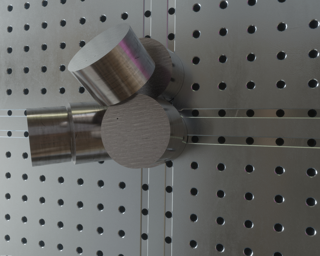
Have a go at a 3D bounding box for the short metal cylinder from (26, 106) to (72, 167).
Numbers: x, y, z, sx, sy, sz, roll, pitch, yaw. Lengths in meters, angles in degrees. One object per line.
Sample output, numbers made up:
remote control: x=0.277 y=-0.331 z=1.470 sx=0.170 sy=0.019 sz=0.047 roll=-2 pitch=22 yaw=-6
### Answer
short metal cylinder: x=-0.155 y=0.011 z=0.431 sx=0.050 sy=0.080 sz=0.080 roll=-6 pitch=87 yaw=-22

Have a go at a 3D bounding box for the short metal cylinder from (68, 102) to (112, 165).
short metal cylinder: x=-0.091 y=0.005 z=0.408 sx=0.050 sy=0.080 sz=0.080 roll=-6 pitch=88 yaw=-22

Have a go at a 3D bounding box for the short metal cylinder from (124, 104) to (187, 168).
short metal cylinder: x=-0.010 y=0.009 z=0.402 sx=0.080 sy=0.050 sz=0.080 roll=0 pitch=90 yaw=20

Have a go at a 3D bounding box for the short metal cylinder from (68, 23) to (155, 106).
short metal cylinder: x=-0.053 y=-0.070 z=0.341 sx=0.080 sy=0.080 sz=0.050 roll=-25 pitch=125 yaw=18

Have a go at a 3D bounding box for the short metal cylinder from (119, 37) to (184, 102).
short metal cylinder: x=-0.014 y=-0.071 z=0.404 sx=0.080 sy=0.050 sz=0.079 roll=0 pitch=90 yaw=20

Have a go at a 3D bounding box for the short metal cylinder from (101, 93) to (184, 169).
short metal cylinder: x=-0.019 y=0.003 z=0.351 sx=0.080 sy=0.050 sz=0.080 roll=0 pitch=90 yaw=20
